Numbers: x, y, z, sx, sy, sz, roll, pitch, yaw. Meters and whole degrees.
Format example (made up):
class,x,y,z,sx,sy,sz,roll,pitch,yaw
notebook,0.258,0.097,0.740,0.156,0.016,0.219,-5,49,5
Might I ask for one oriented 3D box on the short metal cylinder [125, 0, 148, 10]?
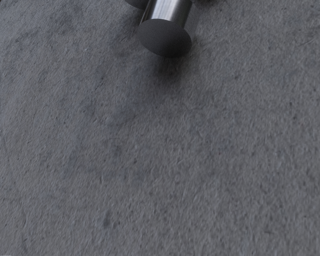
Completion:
class,x,y,z,sx,sy,sz,roll,pitch,yaw
short metal cylinder,-0.029,-0.255,0.538,0.080,0.080,0.050,5,64,30

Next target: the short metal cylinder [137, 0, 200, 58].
class,x,y,z,sx,sy,sz,roll,pitch,yaw
short metal cylinder,0.013,-0.148,0.451,0.080,0.080,0.050,3,63,29
